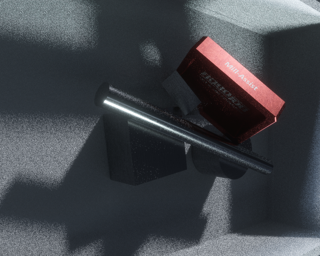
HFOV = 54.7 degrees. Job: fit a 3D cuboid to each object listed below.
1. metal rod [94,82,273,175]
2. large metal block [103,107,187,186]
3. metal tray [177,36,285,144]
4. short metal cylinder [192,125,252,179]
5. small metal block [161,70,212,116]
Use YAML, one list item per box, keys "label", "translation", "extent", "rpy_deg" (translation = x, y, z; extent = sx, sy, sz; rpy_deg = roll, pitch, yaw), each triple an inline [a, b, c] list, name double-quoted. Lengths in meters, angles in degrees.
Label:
- label: "metal rod"
  translation: [0.054, 0.014, 0.386]
  extent: [0.302, 0.025, 0.025]
  rpy_deg: [23, 76, -38]
- label: "large metal block"
  translation: [-0.017, 0.018, 0.377]
  extent: [0.081, 0.050, 0.079]
  rpy_deg: [-10, 97, -40]
- label: "metal tray"
  translation: [0.080, -0.044, 0.400]
  extent: [0.130, 0.090, 0.030]
  rpy_deg: [41, 60, 0]
- label: "short metal cylinder"
  translation: [0.095, 0.035, 0.471]
  extent: [0.081, 0.050, 0.079]
  rpy_deg: [0, 90, -40]
- label: "small metal block"
  translation: [0.035, -0.044, 0.392]
  extent: [0.050, 0.025, 0.050]
  rpy_deg: [54, 21, 12]
